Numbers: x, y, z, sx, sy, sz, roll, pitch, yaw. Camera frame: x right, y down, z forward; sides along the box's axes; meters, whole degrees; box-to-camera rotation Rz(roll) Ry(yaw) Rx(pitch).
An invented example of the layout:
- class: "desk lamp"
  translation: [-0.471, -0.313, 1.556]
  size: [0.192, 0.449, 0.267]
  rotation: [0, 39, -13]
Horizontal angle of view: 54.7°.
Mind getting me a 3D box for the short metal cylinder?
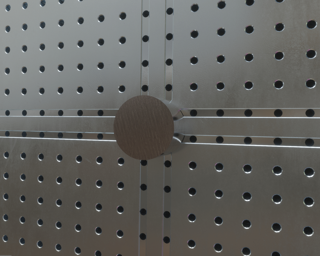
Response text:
- class: "short metal cylinder"
  translation: [-0.013, -0.001, 0.403]
  size: [0.080, 0.050, 0.079]
  rotation: [0, 90, 19]
